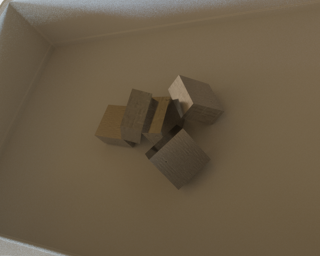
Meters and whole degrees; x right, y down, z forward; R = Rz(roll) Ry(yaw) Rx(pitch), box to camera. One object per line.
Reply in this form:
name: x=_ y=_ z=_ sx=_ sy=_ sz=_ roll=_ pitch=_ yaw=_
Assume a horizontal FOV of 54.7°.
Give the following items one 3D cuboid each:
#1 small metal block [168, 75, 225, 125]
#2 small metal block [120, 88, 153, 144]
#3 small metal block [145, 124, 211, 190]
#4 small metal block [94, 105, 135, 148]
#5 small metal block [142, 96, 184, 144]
small metal block: x=0.044 y=-0.034 z=0.381 sx=0.025 sy=0.050 sz=0.050 roll=-52 pitch=44 yaw=34
small metal block: x=-0.030 y=-0.013 z=0.387 sx=0.025 sy=0.050 sz=0.050 roll=15 pitch=69 yaw=0
small metal block: x=0.020 y=0.033 z=0.353 sx=0.050 sy=0.050 sz=0.025 roll=-43 pitch=16 yaw=-3
small metal block: x=-0.055 y=-0.003 z=0.432 sx=0.050 sy=0.025 sz=0.050 roll=7 pitch=65 yaw=31
small metal block: x=0.006 y=-0.004 z=0.387 sx=0.025 sy=0.050 sz=0.050 roll=1 pitch=62 yaw=28
